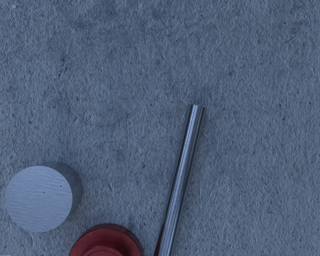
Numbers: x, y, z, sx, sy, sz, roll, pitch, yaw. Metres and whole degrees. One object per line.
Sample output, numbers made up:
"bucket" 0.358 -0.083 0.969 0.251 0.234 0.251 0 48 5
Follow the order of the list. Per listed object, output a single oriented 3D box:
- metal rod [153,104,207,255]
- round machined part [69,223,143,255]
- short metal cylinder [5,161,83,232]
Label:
"metal rod" 0.016 0.117 0.410 0.025 0.025 0.298 13 90 -1
"round machined part" -0.071 0.178 0.401 0.099 0.042 0.097 0 90 -1
"short metal cylinder" -0.145 0.085 0.396 0.081 0.050 0.079 0 90 -1
